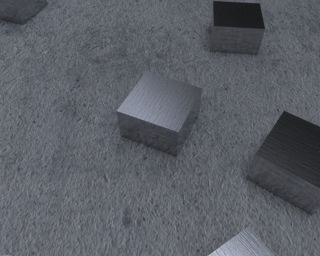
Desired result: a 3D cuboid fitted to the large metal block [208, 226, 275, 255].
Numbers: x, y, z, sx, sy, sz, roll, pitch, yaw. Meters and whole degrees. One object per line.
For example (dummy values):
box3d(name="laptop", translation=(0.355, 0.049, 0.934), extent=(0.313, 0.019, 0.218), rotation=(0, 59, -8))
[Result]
box3d(name="large metal block", translation=(0.069, 0.147, 0.264), extent=(0.081, 0.050, 0.080), rotation=(-27, 55, -21))

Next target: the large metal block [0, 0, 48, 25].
box3d(name="large metal block", translation=(-0.279, -0.248, 0.593), extent=(0.080, 0.050, 0.080), rotation=(17, 52, 13))

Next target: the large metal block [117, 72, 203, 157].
box3d(name="large metal block", translation=(0.001, -0.020, 0.403), extent=(0.080, 0.050, 0.080), rotation=(19, 53, 15))

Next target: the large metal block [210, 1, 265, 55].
box3d(name="large metal block", translation=(0.129, -0.173, 0.533), extent=(0.080, 0.050, 0.080), rotation=(4, 50, 3))

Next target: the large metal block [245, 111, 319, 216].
box3d(name="large metal block", translation=(0.158, 0.038, 0.356), extent=(0.080, 0.050, 0.080), rotation=(29, 56, 22))
